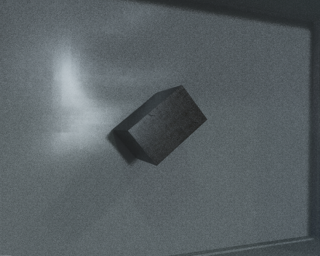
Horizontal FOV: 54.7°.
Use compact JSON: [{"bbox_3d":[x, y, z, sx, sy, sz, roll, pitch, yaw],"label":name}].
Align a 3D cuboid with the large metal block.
[{"bbox_3d":[-0.003,-0.004,0.378,0.080,0.080,0.050,-41,104,-15],"label":"large metal block"}]
